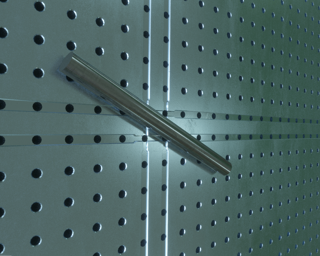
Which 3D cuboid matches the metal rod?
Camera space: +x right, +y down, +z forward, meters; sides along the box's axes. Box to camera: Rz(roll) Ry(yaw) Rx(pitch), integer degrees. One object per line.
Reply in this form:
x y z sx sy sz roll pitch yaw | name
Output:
0.003 -0.003 0.414 0.301 0.025 0.025 34 69 -35 | metal rod
